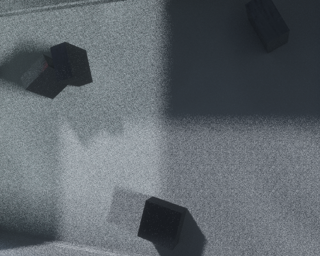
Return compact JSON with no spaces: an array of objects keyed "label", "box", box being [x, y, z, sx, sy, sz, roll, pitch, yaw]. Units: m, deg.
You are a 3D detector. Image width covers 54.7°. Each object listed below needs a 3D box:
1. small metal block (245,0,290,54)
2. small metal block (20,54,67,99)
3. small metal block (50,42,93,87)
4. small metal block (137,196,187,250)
[{"label":"small metal block","box":[0.123,-0.118,0.354,0.025,0.050,0.050,-29,81,18]},{"label":"small metal block","box":[-0.163,-0.074,0.452,0.050,0.050,0.025,-39,63,16]},{"label":"small metal block","box":[-0.125,-0.089,0.441,0.025,0.050,0.050,-15,85,19]},{"label":"small metal block","box":[0.003,0.125,0.409,0.050,0.025,0.050,15,95,19]}]
